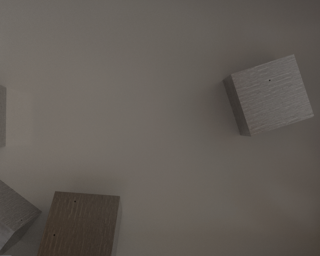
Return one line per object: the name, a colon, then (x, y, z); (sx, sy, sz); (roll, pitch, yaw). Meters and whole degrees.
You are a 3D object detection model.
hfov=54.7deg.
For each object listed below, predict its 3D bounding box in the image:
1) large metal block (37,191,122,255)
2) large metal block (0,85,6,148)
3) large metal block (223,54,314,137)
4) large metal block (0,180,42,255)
large metal block: (-0.093, 0.128, 0.379); (0.080, 0.050, 0.080); (4, 54, 0)
large metal block: (-0.243, -0.015, 0.388); (0.081, 0.050, 0.080); (1, 90, -14)
large metal block: (0.136, -0.040, 0.400); (0.080, 0.050, 0.080); (-18, 90, 0)
large metal block: (-0.208, 0.110, 0.382); (0.080, 0.080, 0.050); (38, 90, 0)
